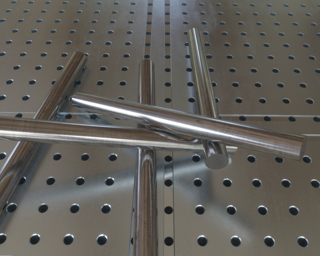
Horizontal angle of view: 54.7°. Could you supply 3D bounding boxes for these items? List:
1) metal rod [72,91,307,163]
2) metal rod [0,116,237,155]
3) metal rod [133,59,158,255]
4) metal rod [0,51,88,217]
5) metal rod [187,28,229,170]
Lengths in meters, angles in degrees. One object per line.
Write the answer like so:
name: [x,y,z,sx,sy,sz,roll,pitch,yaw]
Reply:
metal rod: [0.006,-0.011,0.358,0.300,0.025,0.025,14,49,34]
metal rod: [-0.053,0.010,0.351,0.302,0.025,0.025,5,49,-15]
metal rod: [-0.018,0.016,0.393,0.025,0.025,0.300,-1,50,-1]
metal rod: [-0.159,-0.001,0.406,0.025,0.025,0.300,9,50,7]
metal rod: [0.060,-0.065,0.436,0.025,0.025,0.300,0,42,0]
